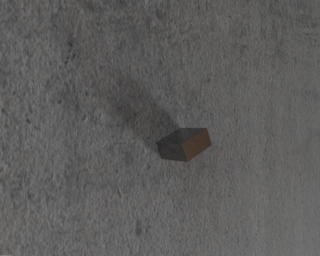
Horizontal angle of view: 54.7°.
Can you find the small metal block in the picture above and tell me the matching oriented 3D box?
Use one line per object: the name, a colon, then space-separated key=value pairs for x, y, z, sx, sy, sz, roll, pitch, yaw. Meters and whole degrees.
small metal block: x=0.032 y=0.021 z=0.418 sx=0.050 sy=0.050 sz=0.025 roll=-30 pitch=109 yaw=-36
